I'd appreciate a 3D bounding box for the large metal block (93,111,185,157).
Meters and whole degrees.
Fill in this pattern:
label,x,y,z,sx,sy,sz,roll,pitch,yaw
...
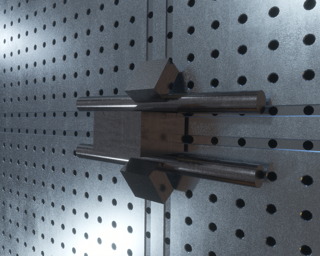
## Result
label,x,y,z,sx,sy,sz,roll,pitch,yaw
large metal block,-0.026,0.005,0.389,0.080,0.081,0.050,3,92,40

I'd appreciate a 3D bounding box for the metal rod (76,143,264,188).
label,x,y,z,sx,sy,sz,roll,pitch,yaw
metal rod,-0.013,0.044,0.415,0.300,0.025,0.025,3,92,39

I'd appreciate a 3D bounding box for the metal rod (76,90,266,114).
label,x,y,z,sx,sy,sz,roll,pitch,yaw
metal rod,-0.012,-0.033,0.413,0.300,0.025,0.025,3,92,39

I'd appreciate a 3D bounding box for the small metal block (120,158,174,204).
label,x,y,z,sx,sy,sz,roll,pitch,yaw
small metal block,-0.017,0.068,0.403,0.050,0.025,0.050,4,130,39

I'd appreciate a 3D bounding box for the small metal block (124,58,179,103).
label,x,y,z,sx,sy,sz,roll,pitch,yaw
small metal block,-0.010,-0.061,0.398,0.050,0.025,0.050,2,57,39
